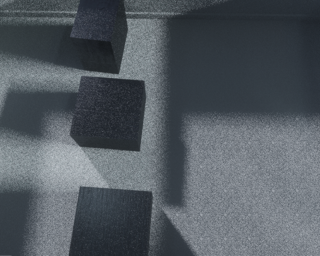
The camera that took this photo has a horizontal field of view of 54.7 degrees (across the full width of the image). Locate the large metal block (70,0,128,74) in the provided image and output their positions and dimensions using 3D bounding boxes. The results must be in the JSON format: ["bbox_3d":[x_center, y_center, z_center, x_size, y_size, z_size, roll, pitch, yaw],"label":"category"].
[{"bbox_3d":[-0.080,-0.132,0.428,0.050,0.080,0.080,7,70,3],"label":"large metal block"}]

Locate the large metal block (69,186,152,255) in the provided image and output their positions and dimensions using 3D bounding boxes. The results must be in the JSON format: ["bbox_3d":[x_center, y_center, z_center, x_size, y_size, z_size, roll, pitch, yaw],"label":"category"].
[{"bbox_3d":[-0.052,0.113,0.354,0.080,0.050,0.080,4,70,1],"label":"large metal block"}]

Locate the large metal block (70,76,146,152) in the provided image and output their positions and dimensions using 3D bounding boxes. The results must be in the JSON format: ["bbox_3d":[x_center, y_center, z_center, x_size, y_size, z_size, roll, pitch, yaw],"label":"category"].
[{"bbox_3d":[-0.063,-0.018,0.402,0.080,0.050,0.080,5,70,1],"label":"large metal block"}]
